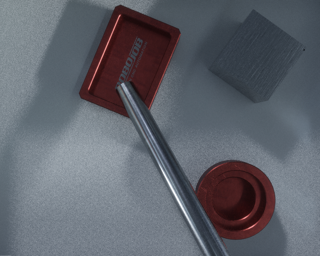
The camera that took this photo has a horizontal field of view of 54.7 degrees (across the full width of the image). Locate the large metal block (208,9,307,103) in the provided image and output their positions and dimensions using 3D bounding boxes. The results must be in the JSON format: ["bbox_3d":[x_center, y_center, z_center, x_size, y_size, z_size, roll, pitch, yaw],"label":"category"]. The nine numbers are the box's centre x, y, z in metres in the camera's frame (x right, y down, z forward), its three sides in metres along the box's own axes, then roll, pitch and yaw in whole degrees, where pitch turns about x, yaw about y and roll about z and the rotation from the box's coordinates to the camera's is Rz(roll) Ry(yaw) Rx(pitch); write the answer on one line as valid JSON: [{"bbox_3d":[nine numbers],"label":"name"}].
[{"bbox_3d":[0.122,-0.089,0.401,0.080,0.050,0.080,36,90,-1],"label":"large metal block"}]

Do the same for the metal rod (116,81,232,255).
[{"bbox_3d":[0.025,0.071,0.340,0.025,0.025,0.299,-29,70,0],"label":"metal rod"}]

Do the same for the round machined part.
[{"bbox_3d":[0.094,0.090,0.404,0.099,0.042,0.097,0,90,-1],"label":"round machined part"}]

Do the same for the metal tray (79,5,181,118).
[{"bbox_3d":[-0.038,-0.082,0.408,0.090,0.030,0.129,23,90,-1],"label":"metal tray"}]
